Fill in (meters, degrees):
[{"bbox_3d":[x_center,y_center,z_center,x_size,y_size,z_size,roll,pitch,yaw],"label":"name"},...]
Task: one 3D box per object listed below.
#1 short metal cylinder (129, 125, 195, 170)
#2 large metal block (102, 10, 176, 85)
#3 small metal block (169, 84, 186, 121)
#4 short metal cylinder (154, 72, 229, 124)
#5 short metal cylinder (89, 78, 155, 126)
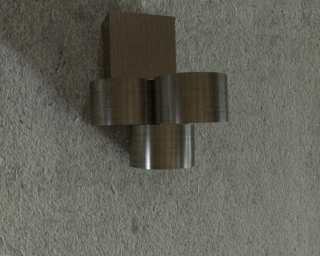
[{"bbox_3d":[0.002,0.021,0.383,0.081,0.080,0.050,0,90,-20],"label":"short metal cylinder"},{"bbox_3d":[-0.027,-0.095,0.388,0.081,0.050,0.080,-2,91,-20],"label":"large metal block"},{"bbox_3d":[0.014,-0.030,0.405,0.025,0.050,0.050,1,90,-20],"label":"small metal block"},{"bbox_3d":[0.034,-0.030,0.341,0.081,0.080,0.050,-2,91,-20],"label":"short metal cylinder"},{"bbox_3d":[-0.041,-0.029,0.366,0.081,0.080,0.050,-2,91,-20],"label":"short metal cylinder"}]
